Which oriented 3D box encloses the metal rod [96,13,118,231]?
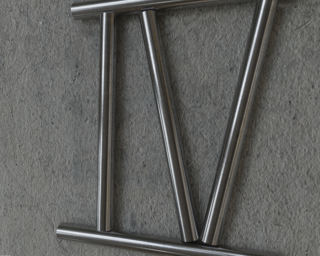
[{"bbox_3d":[-0.074,-0.008,0.434,0.025,0.025,0.298,1,90,19],"label":"metal rod"}]

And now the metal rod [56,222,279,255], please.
[{"bbox_3d":[-0.004,0.155,0.410,0.301,0.025,0.025,1,91,19],"label":"metal rod"}]

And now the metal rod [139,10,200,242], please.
[{"bbox_3d":[0.012,-0.006,0.404,0.025,0.025,0.298,-12,86,19],"label":"metal rod"}]

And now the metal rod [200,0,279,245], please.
[{"bbox_3d":[0.095,-0.005,0.376,0.025,0.025,0.298,14,94,19],"label":"metal rod"}]

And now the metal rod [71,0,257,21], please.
[{"bbox_3d":[0.020,-0.167,0.402,0.301,0.025,0.025,1,91,19],"label":"metal rod"}]
